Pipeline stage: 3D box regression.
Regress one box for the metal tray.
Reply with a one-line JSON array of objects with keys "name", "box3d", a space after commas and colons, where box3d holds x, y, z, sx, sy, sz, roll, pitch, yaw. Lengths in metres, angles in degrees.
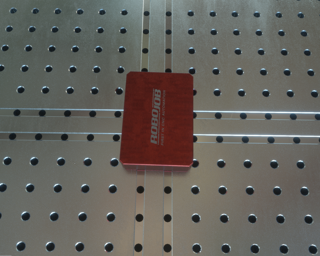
[{"name": "metal tray", "box3d": [-0.002, -0.010, 0.412, 0.091, 0.030, 0.130, 2, 70, 0]}]
